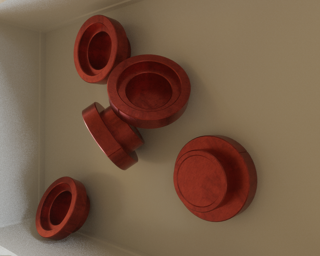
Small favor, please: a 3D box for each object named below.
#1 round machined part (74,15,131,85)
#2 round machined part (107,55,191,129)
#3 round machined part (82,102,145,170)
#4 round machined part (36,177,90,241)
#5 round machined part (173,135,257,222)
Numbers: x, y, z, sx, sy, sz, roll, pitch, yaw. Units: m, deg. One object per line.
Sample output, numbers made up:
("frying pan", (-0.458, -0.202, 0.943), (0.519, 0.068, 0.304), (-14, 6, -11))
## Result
("round machined part", (-0.082, -0.113, 0.461), (0.098, 0.042, 0.097), (0, 90, 39))
("round machined part", (-0.014, -0.040, 0.382), (0.098, 0.099, 0.042), (56, 161, 25))
("round machined part", (-0.056, 0.005, 0.413), (0.042, 0.098, 0.098), (-35, 65, 1))
("round machined part", (-0.152, 0.132, 0.502), (0.098, 0.042, 0.098), (-22, 50, 30))
("round machined part", (0.054, 0.057, 0.350), (0.098, 0.042, 0.097), (0, 90, 39))
